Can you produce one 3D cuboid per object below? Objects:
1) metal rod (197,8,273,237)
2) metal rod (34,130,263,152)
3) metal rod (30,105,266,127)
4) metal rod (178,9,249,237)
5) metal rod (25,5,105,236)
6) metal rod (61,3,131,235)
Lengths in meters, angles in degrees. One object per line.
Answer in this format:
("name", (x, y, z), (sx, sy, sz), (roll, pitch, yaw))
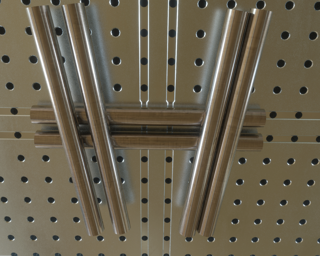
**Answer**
("metal rod", (0.088, 0.009, 0.391), (0.025, 0.025, 0.298), (9, 110, -3))
("metal rod", (-0.014, 0.017, 0.420), (0.302, 0.025, 0.025), (1, 110, -1))
("metal rod", (-0.014, -0.015, 0.408), (0.302, 0.025, 0.025), (1, 110, -1))
("metal rod", (0.062, 0.009, 0.391), (0.025, 0.025, 0.298), (9, 110, -3))
("metal rod", (-0.113, 0.007, 0.389), (0.025, 0.025, 0.298), (-8, 110, 3))
("metal rod", (-0.075, 0.004, 0.388), (0.025, 0.025, 0.298), (-8, 110, 3))
